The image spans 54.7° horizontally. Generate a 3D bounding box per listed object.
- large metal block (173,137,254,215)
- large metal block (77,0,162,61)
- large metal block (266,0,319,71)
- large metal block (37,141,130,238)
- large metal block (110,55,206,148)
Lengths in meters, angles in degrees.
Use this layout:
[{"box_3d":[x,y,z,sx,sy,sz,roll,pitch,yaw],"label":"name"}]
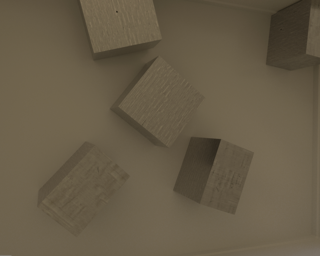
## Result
[{"box_3d":[0.067,0.059,0.408,0.050,0.080,0.080,22,83,-19],"label":"large metal block"},{"box_3d":[-0.051,-0.133,0.374,0.081,0.050,0.080,-15,96,-12],"label":"large metal block"},{"box_3d":[0.209,-0.136,0.460,0.050,0.080,0.080,8,88,-20],"label":"large metal block"},{"box_3d":[-0.088,0.063,0.349,0.050,0.080,0.080,45,76,-15],"label":"large metal block"},{"box_3d":[-0.003,-0.031,0.397,0.080,0.050,0.080,40,77,-16],"label":"large metal block"}]
